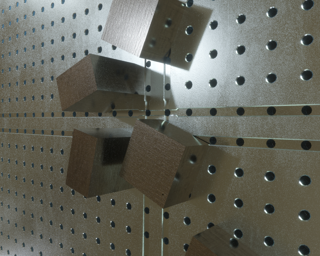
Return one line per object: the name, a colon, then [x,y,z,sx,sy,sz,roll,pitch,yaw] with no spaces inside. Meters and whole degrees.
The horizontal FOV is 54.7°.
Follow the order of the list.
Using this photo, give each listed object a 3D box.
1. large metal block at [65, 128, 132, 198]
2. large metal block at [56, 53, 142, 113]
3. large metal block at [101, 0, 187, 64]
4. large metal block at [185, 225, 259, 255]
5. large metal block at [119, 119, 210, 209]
large metal block: [-0.078,0.045,0.436,0.050,0.081,0.079,18,102,38]
large metal block: [-0.087,-0.059,0.443,0.080,0.081,0.050,-22,76,37]
large metal block: [-0.024,-0.140,0.411,0.080,0.050,0.079,33,110,35]
large metal block: [0.067,0.168,0.336,0.080,0.050,0.079,30,108,35]
large metal block: [0.003,0.041,0.389,0.080,0.050,0.079,29,108,36]
